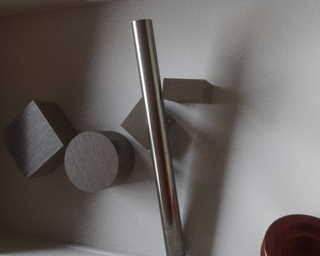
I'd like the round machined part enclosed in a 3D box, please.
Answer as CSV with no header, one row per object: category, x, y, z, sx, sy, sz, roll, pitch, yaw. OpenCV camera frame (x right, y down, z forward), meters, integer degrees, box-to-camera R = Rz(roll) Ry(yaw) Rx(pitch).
round machined part,0.157,0.144,0.327,0.098,0.098,0.042,15,131,19

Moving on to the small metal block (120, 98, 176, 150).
small metal block,-0.016,-0.006,0.415,0.050,0.025,0.050,42,103,15

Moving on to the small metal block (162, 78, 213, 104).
small metal block,0.035,-0.045,0.384,0.050,0.050,0.025,5,92,19

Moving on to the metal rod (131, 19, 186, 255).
metal rod,0.000,0.020,0.385,0.025,0.025,0.298,-6,97,19

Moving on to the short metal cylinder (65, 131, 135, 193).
short metal cylinder,-0.081,0.044,0.425,0.080,0.050,0.079,0,90,19

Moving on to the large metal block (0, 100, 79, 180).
large metal block,-0.174,0.017,0.457,0.080,0.050,0.080,-40,78,15
